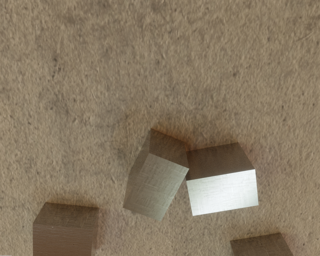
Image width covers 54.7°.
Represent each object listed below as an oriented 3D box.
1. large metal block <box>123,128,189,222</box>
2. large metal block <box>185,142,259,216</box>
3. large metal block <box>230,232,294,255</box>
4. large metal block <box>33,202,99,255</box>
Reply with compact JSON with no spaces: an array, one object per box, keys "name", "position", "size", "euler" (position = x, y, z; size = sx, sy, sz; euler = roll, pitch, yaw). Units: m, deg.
[{"name":"large metal block","position":[-0.006,0.058,0.402],"size":[0.050,0.080,0.079],"euler":[23,108,-9]},{"name":"large metal block","position":[0.075,0.064,0.405],"size":[0.080,0.080,0.050],"euler":[-10,110,3]},{"name":"large metal block","position":[0.158,0.217,0.479],"size":[0.080,0.050,0.079],"euler":[-11,110,3]},{"name":"large metal block","position":[-0.136,0.161,0.454],"size":[0.081,0.050,0.079],"euler":[7,110,-3]}]
